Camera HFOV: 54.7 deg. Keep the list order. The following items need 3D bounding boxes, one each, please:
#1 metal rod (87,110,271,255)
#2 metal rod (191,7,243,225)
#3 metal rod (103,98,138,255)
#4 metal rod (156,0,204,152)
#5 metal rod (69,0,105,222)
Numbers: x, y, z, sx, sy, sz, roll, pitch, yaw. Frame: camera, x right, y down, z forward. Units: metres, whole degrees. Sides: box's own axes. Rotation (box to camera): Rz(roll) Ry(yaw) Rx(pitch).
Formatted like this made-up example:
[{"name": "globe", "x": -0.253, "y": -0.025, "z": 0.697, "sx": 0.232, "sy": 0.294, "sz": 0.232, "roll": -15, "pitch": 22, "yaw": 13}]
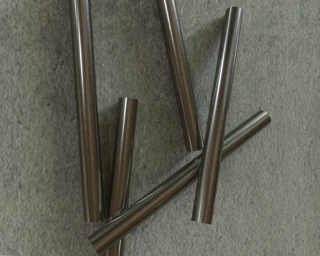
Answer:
[{"name": "metal rod", "x": 0.041, "y": 0.059, "z": 0.409, "sx": 0.302, "sy": 0.025, "sz": 0.025, "roll": -33, "pitch": 101, "yaw": -23}, {"name": "metal rod", "x": 0.079, "y": -0.027, "z": 0.412, "sx": 0.025, "sy": 0.025, "sz": 0.299, "roll": 17, "pitch": 74, "yaw": -20}, {"name": "metal rod", "x": -0.054, "y": 0.111, "z": 0.390, "sx": 0.025, "sy": 0.025, "sz": 0.298, "roll": 6, "pitch": 88, "yaw": -20}, {"name": "metal rod", "x": 0.019, "y": -0.116, "z": 0.416, "sx": 0.025, "sy": 0.025, "sz": 0.298, "roll": -14, "pitch": 95, "yaw": -20}, {"name": "metal rod", "x": -0.089, "y": -0.037, "z": 0.376, "sx": 0.025, "sy": 0.025, "sz": 0.298, "roll": -4, "pitch": 92, "yaw": -20}]
